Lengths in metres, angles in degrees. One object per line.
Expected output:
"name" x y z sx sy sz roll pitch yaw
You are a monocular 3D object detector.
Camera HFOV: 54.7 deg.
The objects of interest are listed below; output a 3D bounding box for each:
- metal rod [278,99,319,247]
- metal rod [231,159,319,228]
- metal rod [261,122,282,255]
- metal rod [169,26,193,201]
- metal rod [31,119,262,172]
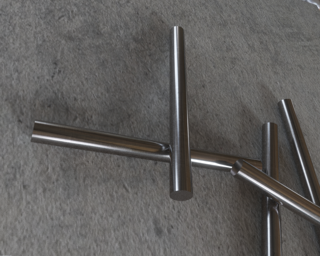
"metal rod" 0.232 0.084 0.480 0.025 0.025 0.299 10 57 -23
"metal rod" 0.225 0.127 0.416 0.301 0.025 0.025 31 52 -9
"metal rod" 0.149 0.116 0.415 0.025 0.025 0.300 24 53 -14
"metal rod" 0.026 -0.044 0.424 0.025 0.025 0.300 18 48 -19
"metal rod" 0.002 0.030 0.387 0.302 0.025 0.025 11 57 -23
